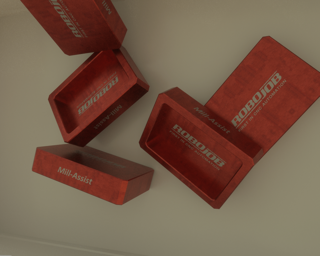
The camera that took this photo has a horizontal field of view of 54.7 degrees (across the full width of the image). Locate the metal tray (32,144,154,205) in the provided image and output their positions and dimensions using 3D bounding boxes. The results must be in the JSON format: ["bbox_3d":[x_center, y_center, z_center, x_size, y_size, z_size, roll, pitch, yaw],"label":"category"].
[{"bbox_3d":[-0.084,0.054,0.404,0.130,0.090,0.030,16,97,19],"label":"metal tray"}]

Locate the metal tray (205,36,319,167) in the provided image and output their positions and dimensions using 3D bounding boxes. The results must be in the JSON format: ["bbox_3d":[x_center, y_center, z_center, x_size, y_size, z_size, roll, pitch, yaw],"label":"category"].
[{"bbox_3d":[0.117,-0.029,0.367,0.090,0.030,0.130,43,103,14],"label":"metal tray"}]

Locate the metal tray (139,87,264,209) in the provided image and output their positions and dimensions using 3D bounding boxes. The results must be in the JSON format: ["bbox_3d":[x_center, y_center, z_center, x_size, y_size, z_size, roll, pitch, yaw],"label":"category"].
[{"bbox_3d":[0.042,0.023,0.369,0.130,0.030,0.089,38,129,18],"label":"metal tray"}]

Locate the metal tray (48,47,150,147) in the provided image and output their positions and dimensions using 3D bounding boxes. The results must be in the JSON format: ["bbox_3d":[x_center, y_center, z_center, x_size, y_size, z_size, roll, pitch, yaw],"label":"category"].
[{"bbox_3d":[-0.087,-0.047,0.421,0.130,0.030,0.090,-39,59,14],"label":"metal tray"}]

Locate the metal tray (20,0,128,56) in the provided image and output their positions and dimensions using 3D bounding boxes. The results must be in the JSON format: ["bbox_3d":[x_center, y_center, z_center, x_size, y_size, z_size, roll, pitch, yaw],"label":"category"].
[{"bbox_3d":[-0.108,-0.146,0.366,0.090,0.130,0.030,-2,57,24],"label":"metal tray"}]
